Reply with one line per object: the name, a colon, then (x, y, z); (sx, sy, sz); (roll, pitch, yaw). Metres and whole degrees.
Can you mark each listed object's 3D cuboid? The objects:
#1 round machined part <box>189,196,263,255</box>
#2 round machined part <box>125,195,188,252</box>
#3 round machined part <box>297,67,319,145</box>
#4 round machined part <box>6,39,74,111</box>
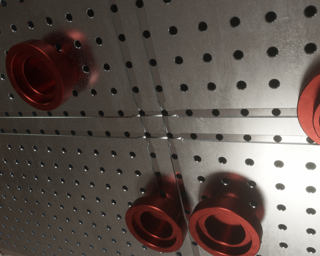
round machined part: (0.093, 0.135, 0.434); (0.098, 0.042, 0.097); (13, 124, 20)
round machined part: (-0.002, 0.146, 0.490); (0.098, 0.042, 0.097); (13, 124, 20)
round machined part: (0.183, -0.016, 0.294); (0.098, 0.042, 0.097); (13, 124, 20)
round machined part: (-0.163, -0.077, 0.436); (0.098, 0.042, 0.097); (13, 124, 20)
